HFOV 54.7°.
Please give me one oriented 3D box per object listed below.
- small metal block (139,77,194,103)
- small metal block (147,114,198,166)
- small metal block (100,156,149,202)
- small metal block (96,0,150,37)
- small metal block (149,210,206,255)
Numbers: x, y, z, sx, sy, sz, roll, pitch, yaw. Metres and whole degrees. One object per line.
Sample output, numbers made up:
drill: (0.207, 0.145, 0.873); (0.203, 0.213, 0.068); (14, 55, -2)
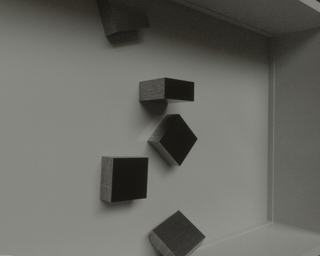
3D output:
small metal block: (0.008, -0.047, 0.399); (0.050, 0.050, 0.025); (1, 89, -40)
small metal block: (0.018, 0.016, 0.424); (0.050, 0.025, 0.050); (51, 60, -28)
small metal block: (-0.043, 0.060, 0.373); (0.050, 0.025, 0.050); (4, 87, -40)
small metal block: (-0.044, -0.140, 0.371); (0.050, 0.025, 0.050); (-22, 105, -38)
small metal block: (0.023, 0.146, 0.409); (0.050, 0.050, 0.025); (-27, 145, -37)
